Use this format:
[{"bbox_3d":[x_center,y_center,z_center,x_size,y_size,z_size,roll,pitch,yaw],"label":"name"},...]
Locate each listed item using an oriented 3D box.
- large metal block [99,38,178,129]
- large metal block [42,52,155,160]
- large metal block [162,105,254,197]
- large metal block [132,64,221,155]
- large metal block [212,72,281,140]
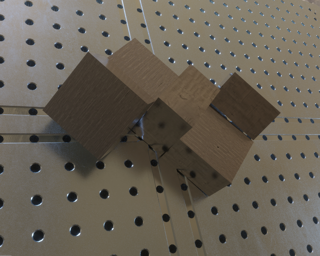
[{"bbox_3d":[-0.035,-0.059,0.409,0.080,0.050,0.080,42,52,-1],"label":"large metal block"},{"bbox_3d":[-0.065,-0.025,0.344,0.080,0.080,0.050,42,12,0],"label":"large metal block"},{"bbox_3d":[0.064,0.028,0.409,0.080,0.050,0.080,41,51,1],"label":"large metal block"},{"bbox_3d":[0.020,-0.023,0.396,0.050,0.080,0.080,42,51,-2],"label":"large metal block"},{"bbox_3d":[0.116,-0.034,0.448,0.080,0.050,0.080,42,11,0],"label":"large metal block"}]
